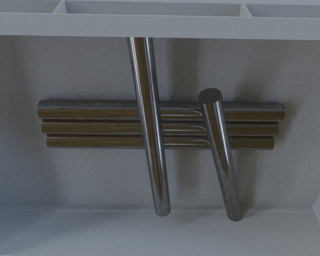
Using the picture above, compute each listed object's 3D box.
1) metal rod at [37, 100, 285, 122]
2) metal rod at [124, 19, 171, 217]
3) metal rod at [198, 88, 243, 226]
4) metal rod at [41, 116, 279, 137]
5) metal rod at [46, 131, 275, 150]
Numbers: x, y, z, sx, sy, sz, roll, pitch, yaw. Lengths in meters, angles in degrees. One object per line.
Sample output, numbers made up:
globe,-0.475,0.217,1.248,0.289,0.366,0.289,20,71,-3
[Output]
metal rod,0.003,-0.021,0.389,0.302,0.025,0.025,1,130,-1
metal rod,-0.008,0.015,0.387,0.025,0.025,0.298,-4,130,3
metal rod,0.093,0.063,0.436,0.025,0.025,0.299,-12,136,10
metal rod,0.001,-0.002,0.405,0.302,0.025,0.025,1,130,-1
metal rod,0.002,0.017,0.422,0.302,0.025,0.025,1,130,-1
